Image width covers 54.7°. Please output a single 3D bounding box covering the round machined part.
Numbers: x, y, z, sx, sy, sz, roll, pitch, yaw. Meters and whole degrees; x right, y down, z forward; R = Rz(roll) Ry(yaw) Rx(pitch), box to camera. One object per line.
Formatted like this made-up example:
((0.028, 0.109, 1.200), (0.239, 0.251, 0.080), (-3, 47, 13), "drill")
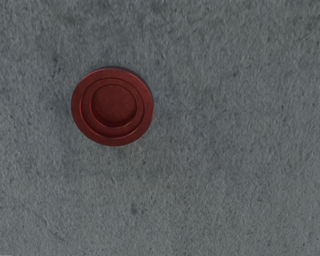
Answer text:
((-0.057, -0.029, 0.389), (0.099, 0.042, 0.097), (0, 110, -1), "round machined part")
